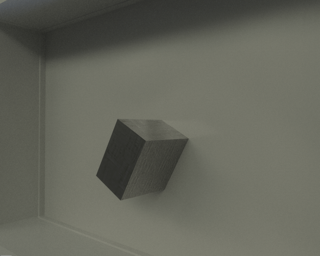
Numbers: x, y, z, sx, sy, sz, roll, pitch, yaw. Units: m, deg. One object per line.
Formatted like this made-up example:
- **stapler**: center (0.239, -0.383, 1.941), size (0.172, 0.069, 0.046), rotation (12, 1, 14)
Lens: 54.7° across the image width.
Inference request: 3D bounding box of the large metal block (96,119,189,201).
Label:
- **large metal block**: center (-0.021, 0.036, 0.387), size (0.050, 0.081, 0.079), rotation (36, 112, 34)
